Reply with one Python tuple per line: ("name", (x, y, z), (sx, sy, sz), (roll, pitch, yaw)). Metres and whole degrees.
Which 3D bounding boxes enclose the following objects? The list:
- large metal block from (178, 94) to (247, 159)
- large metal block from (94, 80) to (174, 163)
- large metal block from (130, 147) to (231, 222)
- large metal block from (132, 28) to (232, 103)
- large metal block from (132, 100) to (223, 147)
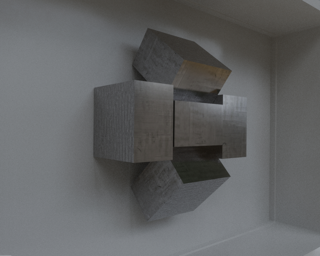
("large metal block", (0.071, -0.002, 0.429), (0.050, 0.080, 0.080), (1, 90, -40))
("large metal block", (-0.031, -0.006, 0.343), (0.050, 0.080, 0.080), (1, 90, -40))
("large metal block", (0.024, 0.066, 0.381), (0.081, 0.080, 0.050), (1, 48, -41))
("large metal block", (0.026, -0.075, 0.382), (0.081, 0.080, 0.050), (2, 126, -40))
("large metal block", (0.021, -0.005, 0.386), (0.081, 0.080, 0.050), (1, 90, -40))
